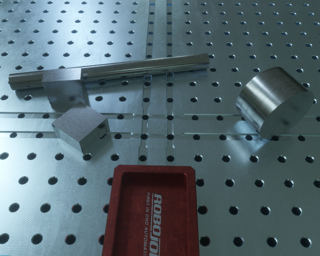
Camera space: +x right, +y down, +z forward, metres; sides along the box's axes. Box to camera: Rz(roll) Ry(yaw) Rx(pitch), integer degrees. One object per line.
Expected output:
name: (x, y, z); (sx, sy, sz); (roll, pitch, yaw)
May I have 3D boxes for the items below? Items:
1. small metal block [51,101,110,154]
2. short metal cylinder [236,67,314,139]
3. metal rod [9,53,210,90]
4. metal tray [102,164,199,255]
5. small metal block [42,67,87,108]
small metal block: (-0.104, -0.002, 0.408); (0.050, 0.025, 0.050); (30, 56, 22)
short metal cylinder: (0.147, -0.031, 0.399); (0.081, 0.080, 0.050); (-21, 53, -17)
metal rod: (-0.073, -0.088, 0.481); (0.302, 0.025, 0.025); (-8, 51, -7)
metal tray: (-0.008, 0.101, 0.319); (0.091, 0.030, 0.130); (1, 50, 1)
small metal block: (-0.133, -0.056, 0.438); (0.050, 0.050, 0.025); (-5, 50, -4)
